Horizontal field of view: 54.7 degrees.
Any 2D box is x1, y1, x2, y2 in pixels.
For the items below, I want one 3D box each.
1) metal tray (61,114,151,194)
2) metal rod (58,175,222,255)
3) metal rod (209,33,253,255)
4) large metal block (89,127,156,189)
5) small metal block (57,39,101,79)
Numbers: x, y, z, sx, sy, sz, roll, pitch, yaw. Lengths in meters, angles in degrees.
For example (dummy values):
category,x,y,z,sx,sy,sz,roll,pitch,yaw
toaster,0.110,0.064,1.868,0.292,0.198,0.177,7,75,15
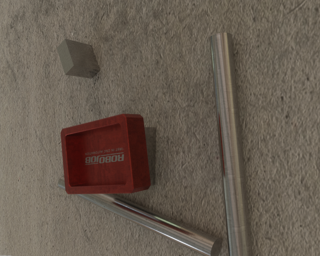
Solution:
category,x,y,z,sx,sy,sz,roll,pitch,yaw
metal tray,-0.074,0.037,0.395,0.130,0.030,0.089,-11,83,39
metal rod,-0.051,0.115,0.444,0.300,0.025,0.025,11,97,39
metal rod,0.079,0.046,0.338,0.025,0.025,0.298,-7,85,39
large metal block,-0.053,0.037,0.430,0.080,0.050,0.079,2,92,39
small metal block,-0.129,-0.109,0.492,0.025,0.050,0.050,-34,69,35
